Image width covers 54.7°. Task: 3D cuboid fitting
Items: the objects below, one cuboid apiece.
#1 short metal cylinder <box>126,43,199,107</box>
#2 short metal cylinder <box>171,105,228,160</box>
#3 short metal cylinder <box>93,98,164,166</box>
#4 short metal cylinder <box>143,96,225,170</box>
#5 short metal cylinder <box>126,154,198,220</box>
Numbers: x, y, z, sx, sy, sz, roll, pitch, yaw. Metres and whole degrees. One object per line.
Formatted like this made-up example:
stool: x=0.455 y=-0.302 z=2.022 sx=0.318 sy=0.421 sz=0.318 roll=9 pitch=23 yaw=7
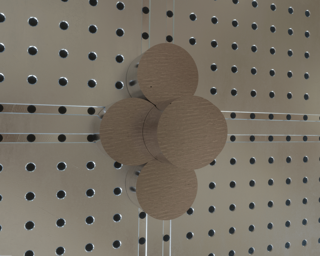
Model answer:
short metal cylinder: x=0.002 y=-0.064 z=0.400 sx=0.081 sy=0.050 sz=0.079 roll=0 pitch=90 yaw=-21
short metal cylinder: x=0.042 y=0.005 z=0.414 sx=0.081 sy=0.050 sz=0.079 roll=0 pitch=90 yaw=-20
short metal cylinder: x=-0.039 y=0.004 z=0.385 sx=0.081 sy=0.050 sz=0.079 roll=0 pitch=90 yaw=-20
short metal cylinder: x=0.026 y=0.005 z=0.355 sx=0.081 sy=0.050 sz=0.079 roll=0 pitch=90 yaw=-20
short metal cylinder: x=0.001 y=0.072 z=0.399 sx=0.081 sy=0.050 sz=0.080 roll=1 pitch=88 yaw=-20
